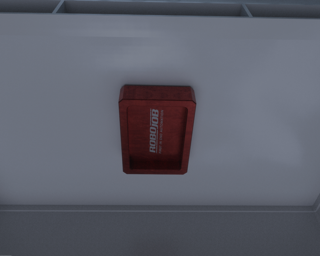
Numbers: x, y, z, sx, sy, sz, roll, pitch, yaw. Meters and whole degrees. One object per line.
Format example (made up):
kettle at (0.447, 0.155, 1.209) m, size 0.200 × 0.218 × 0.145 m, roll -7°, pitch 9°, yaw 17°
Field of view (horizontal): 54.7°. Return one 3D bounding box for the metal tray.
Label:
metal tray at (-0.005, 0.007, 0.408) m, size 0.091 × 0.030 × 0.129 m, roll 1°, pitch 130°, yaw -2°
